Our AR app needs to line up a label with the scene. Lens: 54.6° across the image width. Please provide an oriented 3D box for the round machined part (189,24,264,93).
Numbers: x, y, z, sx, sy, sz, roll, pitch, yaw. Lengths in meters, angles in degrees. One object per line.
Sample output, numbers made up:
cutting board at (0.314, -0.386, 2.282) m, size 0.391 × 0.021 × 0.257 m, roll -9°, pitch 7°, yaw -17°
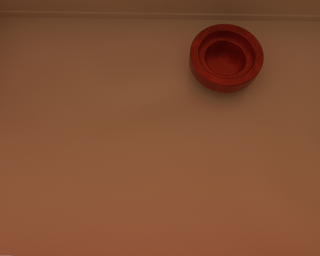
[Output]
round machined part at (0.090, -0.093, 0.435) m, size 0.099 × 0.042 × 0.098 m, roll 0°, pitch 70°, yaw 0°
